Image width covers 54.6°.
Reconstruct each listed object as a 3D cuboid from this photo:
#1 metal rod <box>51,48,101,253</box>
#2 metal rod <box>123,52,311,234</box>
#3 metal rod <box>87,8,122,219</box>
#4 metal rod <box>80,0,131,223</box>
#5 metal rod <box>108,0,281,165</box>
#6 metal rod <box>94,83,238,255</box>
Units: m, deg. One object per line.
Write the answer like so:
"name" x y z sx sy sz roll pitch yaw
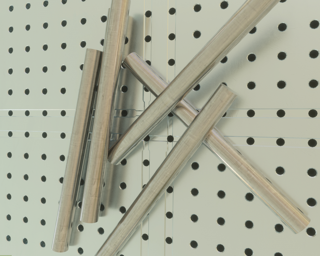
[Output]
"metal rod" -0.122 0.035 0.456 0.025 0.025 0.298 12 94 19
"metal rod" 0.061 0.009 0.391 0.300 0.025 0.025 45 104 14
"metal rod" -0.081 -0.016 0.441 0.025 0.025 0.298 9 93 20
"metal rod" -0.074 -0.022 0.415 0.025 0.025 0.298 10 93 20
"metal rod" 0.027 -0.051 0.368 0.299 0.025 0.025 -45 76 28
"metal rod" -0.003 0.073 0.396 0.025 0.025 0.299 40 109 15
